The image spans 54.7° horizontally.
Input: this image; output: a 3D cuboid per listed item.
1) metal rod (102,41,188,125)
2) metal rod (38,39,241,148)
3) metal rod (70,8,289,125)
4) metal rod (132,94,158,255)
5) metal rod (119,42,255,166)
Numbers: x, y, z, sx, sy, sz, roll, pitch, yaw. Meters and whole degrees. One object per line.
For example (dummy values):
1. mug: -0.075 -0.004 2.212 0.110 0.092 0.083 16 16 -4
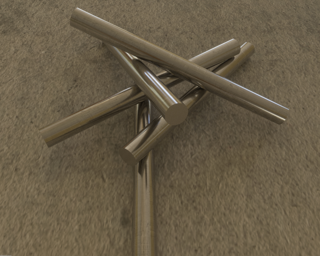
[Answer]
1. metal rod: -0.039 -0.089 0.424 0.025 0.025 0.300 -18 36 -15
2. metal rod: -0.012 -0.055 0.415 0.302 0.025 0.025 -28 56 -20
3. metal rod: 0.027 -0.079 0.404 0.301 0.025 0.025 25 52 -2
4. metal rod: -0.019 0.032 0.375 0.025 0.025 0.300 -1 50 -2
5. metal rod: 0.055 -0.050 0.427 0.025 0.025 0.302 30 50 23
